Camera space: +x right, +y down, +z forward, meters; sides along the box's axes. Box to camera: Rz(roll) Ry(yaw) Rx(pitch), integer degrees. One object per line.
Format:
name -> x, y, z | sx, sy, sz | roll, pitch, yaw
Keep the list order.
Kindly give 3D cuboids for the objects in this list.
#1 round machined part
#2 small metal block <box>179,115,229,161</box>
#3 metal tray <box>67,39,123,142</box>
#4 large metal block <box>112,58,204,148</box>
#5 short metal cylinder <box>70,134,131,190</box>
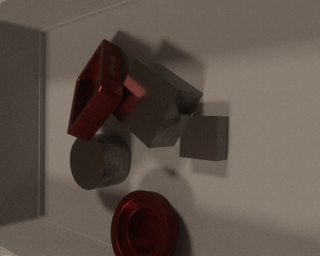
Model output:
round machined part -> -0.015, 0.131, 0.397 | 0.098, 0.042, 0.098 | -14, 67, 38
small metal block -> 0.051, 0.011, 0.363 | 0.050, 0.025, 0.050 | 3, 92, 39
metal tray -> -0.089, -0.055, 0.434 | 0.090, 0.030, 0.130 | -47, 32, 30
large metal block -> -0.006, -0.031, 0.394 | 0.080, 0.050, 0.079 | 41, 115, 32
short metal cylinder -> -0.089, 0.049, 0.462 | 0.080, 0.050, 0.079 | 0, 90, 39
